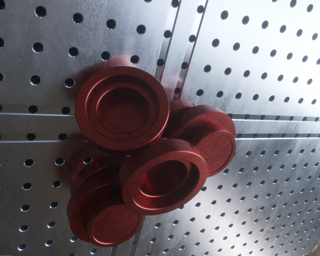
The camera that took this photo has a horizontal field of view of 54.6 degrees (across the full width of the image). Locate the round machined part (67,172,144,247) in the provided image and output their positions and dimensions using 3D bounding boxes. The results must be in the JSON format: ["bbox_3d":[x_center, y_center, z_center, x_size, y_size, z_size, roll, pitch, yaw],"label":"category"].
[{"bbox_3d":[-0.059,0.105,0.377,0.099,0.042,0.097,-14,124,-21],"label":"round machined part"}]

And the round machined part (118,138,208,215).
[{"bbox_3d":[0.000,0.050,0.347,0.099,0.042,0.097,-13,131,-15],"label":"round machined part"}]

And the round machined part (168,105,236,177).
[{"bbox_3d":[0.055,0.023,0.388,0.099,0.042,0.097,-14,124,-21],"label":"round machined part"}]

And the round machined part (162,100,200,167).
[{"bbox_3d":[0.026,0.017,0.397,0.099,0.042,0.097,-14,124,-21],"label":"round machined part"}]

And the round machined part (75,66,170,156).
[{"bbox_3d":[-0.040,-0.016,0.343,0.099,0.098,0.042,-25,163,-13],"label":"round machined part"}]

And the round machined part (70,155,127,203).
[{"bbox_3d":[-0.059,0.086,0.393,0.099,0.042,0.097,-14,124,-21],"label":"round machined part"}]
